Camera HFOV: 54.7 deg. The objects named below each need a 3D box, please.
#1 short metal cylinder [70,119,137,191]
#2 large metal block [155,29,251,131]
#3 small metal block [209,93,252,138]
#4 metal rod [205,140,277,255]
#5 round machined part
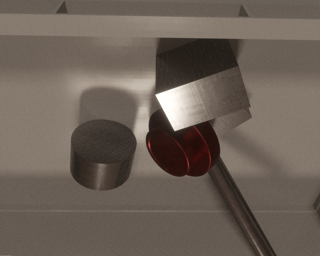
[{"bbox_3d":[-0.074,0.033,0.400,0.081,0.080,0.050,9,130,-8],"label":"short metal cylinder"},{"bbox_3d":[0.042,-0.052,0.330,0.080,0.080,0.050,-18,128,14],"label":"large metal block"},{"bbox_3d":[0.079,-0.022,0.391,0.050,0.025,0.050,-35,123,25],"label":"small metal block"},{"bbox_3d":[0.105,0.105,0.420,0.025,0.025,0.299,-27,101,20],"label":"metal rod"},{"bbox_3d":[0.021,0.021,0.381,0.098,0.042,0.097,31,141,30],"label":"round machined part"}]
